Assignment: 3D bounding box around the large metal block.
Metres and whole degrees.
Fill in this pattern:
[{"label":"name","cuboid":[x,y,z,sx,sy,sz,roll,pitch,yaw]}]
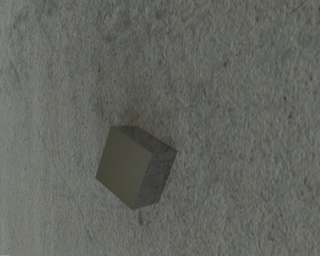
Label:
[{"label":"large metal block","cuboid":[-0.034,0.050,0.418,0.080,0.050,0.080,30,109,36]}]
